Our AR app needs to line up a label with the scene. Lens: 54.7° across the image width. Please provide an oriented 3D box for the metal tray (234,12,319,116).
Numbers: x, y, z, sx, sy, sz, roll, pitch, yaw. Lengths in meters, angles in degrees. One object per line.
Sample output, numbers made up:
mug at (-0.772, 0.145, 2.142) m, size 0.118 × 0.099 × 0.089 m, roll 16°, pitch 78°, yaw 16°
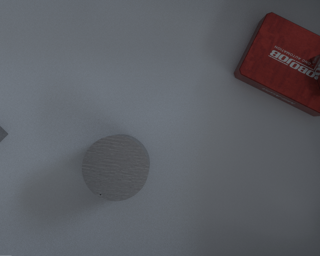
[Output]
metal tray at (0.178, -0.082, 0.411) m, size 0.131 × 0.030 × 0.090 m, roll 26°, pitch 90°, yaw -1°

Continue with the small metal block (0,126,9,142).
small metal block at (-0.242, 0.008, 0.408) m, size 0.050 × 0.025 × 0.050 m, roll 45°, pitch 90°, yaw -1°

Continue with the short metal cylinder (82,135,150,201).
short metal cylinder at (-0.054, 0.049, 0.398) m, size 0.081 × 0.050 × 0.079 m, roll 0°, pitch 90°, yaw -1°

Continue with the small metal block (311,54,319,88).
small metal block at (0.224, -0.073, 0.384) m, size 0.050 × 0.025 × 0.050 m, roll -17°, pitch 90°, yaw -1°
